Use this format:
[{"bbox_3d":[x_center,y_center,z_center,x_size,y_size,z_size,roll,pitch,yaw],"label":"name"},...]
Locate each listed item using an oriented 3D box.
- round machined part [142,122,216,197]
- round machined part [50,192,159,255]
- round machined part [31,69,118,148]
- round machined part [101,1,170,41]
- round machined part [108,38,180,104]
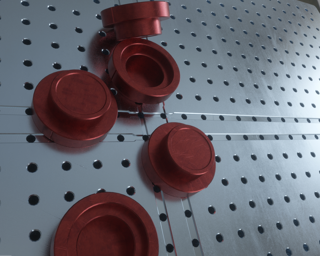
[{"bbox_3d":[0.030,0.034,0.394,0.099,0.042,0.098,14,56,-21],"label":"round machined part"},{"bbox_3d":[-0.054,0.115,0.299,0.099,0.042,0.098,14,56,-21],"label":"round machined part"},{"bbox_3d":[-0.096,-0.030,0.364,0.099,0.042,0.098,14,56,-21],"label":"round machined part"},{"bbox_3d":[-0.034,-0.153,0.450,0.099,0.098,0.042,-19,108,-36],"label":"round machined part"},{"bbox_3d":[-0.025,-0.074,0.430,0.099,0.042,0.098,14,56,-21],"label":"round machined part"}]
